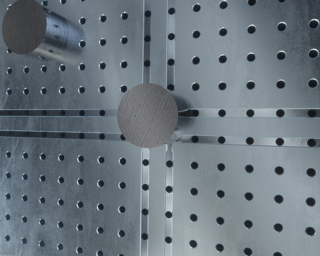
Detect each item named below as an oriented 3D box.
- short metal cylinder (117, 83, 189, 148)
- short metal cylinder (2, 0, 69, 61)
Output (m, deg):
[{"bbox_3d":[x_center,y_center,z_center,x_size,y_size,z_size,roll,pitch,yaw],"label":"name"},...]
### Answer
[{"bbox_3d":[-0.008,-0.015,0.402,0.080,0.050,0.079,0,90,20],"label":"short metal cylinder"},{"bbox_3d":[-0.186,-0.145,0.465,0.080,0.050,0.079,0,90,20],"label":"short metal cylinder"}]
